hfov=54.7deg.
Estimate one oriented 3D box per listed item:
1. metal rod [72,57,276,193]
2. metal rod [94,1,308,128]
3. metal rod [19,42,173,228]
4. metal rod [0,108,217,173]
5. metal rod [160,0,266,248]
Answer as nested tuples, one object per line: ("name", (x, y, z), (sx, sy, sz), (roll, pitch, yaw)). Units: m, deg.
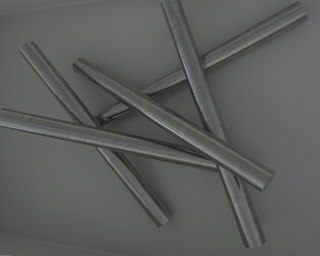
("metal rod", (-0.005, -0.018, 0.374), (0.300, 0.025, 0.025), (33, 101, 29))
("metal rod", (0.034, -0.069, 0.398), (0.300, 0.025, 0.025), (-27, 81, 17))
("metal rod", (-0.087, 0.007, 0.416), (0.025, 0.025, 0.300), (-40, 87, 16))
("metal rod", (-0.055, 0.017, 0.388), (0.302, 0.025, 0.025), (12, 94, 3))
("metal rod", (0.059, -0.013, 0.361), (0.025, 0.025, 0.299), (-21, 83, 19))
